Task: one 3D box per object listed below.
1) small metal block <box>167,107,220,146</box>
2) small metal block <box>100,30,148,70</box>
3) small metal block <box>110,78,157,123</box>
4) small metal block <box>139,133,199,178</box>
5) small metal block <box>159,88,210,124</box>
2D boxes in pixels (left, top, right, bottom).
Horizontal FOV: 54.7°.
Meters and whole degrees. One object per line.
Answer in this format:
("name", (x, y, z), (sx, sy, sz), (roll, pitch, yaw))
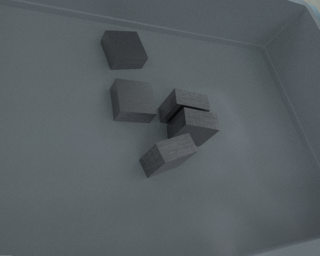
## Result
("small metal block", (0.043, 0.000, 0.415), (0.050, 0.050, 0.025), (10, 58, -24))
("small metal block", (-0.052, -0.113, 0.448), (0.050, 0.025, 0.050), (-9, 66, -32))
("small metal block", (-0.036, -0.035, 0.409), (0.050, 0.025, 0.050), (3, 60, -27))
("small metal block", (0.010, 0.034, 0.376), (0.050, 0.050, 0.025), (-15, 70, -35))
("small metal block", (0.032, -0.026, 0.425), (0.050, 0.050, 0.025), (9, 58, -24))
